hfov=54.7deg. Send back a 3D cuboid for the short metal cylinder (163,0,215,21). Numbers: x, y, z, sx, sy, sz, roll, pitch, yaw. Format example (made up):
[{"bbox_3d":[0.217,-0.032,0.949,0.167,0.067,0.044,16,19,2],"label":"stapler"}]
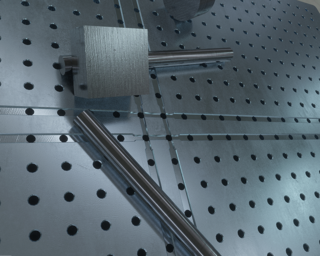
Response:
[{"bbox_3d":[0.051,-0.236,0.546,0.080,0.080,0.050,50,51,6],"label":"short metal cylinder"}]

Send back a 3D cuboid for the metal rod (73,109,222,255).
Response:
[{"bbox_3d":[0.008,0.096,0.355,0.300,0.025,0.025,47,51,5],"label":"metal rod"}]

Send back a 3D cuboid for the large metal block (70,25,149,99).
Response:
[{"bbox_3d":[-0.062,-0.081,0.385,0.081,0.050,0.079,-8,103,-32],"label":"large metal block"}]

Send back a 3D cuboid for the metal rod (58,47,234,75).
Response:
[{"bbox_3d":[0.000,-0.106,0.473,0.303,0.025,0.025,-12,68,-34],"label":"metal rod"}]
